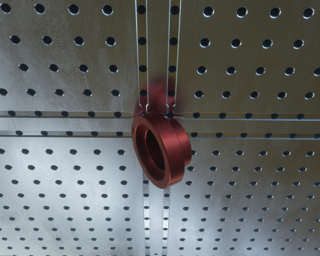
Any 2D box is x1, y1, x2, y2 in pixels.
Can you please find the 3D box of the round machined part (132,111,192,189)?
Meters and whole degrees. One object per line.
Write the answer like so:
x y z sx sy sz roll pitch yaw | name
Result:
0.005 0.025 0.397 0.042 0.098 0.097 -19 136 -25 | round machined part
